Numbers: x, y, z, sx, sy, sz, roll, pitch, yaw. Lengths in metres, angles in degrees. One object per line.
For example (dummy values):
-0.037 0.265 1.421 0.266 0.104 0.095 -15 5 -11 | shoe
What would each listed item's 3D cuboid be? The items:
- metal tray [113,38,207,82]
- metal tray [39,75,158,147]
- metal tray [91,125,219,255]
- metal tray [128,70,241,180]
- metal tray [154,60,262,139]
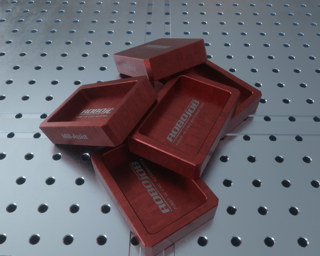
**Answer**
-0.004 -0.103 0.452 0.091 0.030 0.130 -24 24 -20 | metal tray
-0.077 -0.021 0.381 0.130 0.030 0.090 0 42 40 | metal tray
-0.009 0.063 0.351 0.091 0.030 0.130 -26 55 -21 | metal tray
0.032 -0.011 0.375 0.090 0.030 0.130 23 53 17 | metal tray
0.066 -0.052 0.448 0.091 0.030 0.130 -36 59 -27 | metal tray
